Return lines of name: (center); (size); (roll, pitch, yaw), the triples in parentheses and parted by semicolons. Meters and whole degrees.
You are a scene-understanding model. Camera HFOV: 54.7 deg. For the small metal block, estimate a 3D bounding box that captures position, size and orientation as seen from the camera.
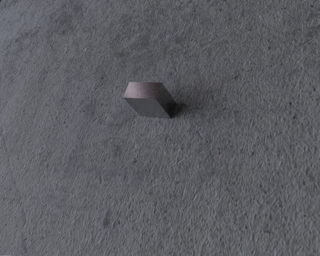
small metal block: (-0.013, -0.037, 0.417); (0.050, 0.050, 0.025); (6, 65, 30)
